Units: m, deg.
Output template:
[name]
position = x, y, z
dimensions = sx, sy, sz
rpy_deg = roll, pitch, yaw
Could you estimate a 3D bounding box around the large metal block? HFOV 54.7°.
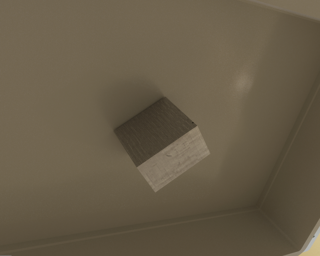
[large metal block]
position = 0.001, 0.017, 0.382
dimensions = 0.080, 0.080, 0.050
rpy_deg = -34, 129, -6
